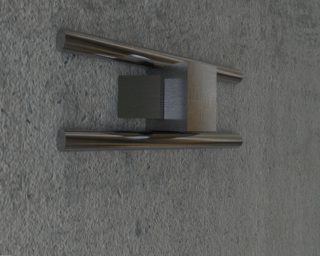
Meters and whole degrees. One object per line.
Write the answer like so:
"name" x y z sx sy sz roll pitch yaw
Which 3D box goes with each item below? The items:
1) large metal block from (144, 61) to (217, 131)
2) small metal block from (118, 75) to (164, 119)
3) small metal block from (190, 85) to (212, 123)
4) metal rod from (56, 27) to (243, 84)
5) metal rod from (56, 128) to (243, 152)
"large metal block" 0.024 -0.036 0.396 0.050 0.080 0.079 1 90 -40
"small metal block" -0.022 -0.036 0.371 0.025 0.050 0.050 3 89 -80
"small metal block" 0.057 -0.033 0.438 0.025 0.050 0.050 0 89 2
"metal rod" 0.012 -0.089 0.418 0.302 0.025 0.025 2 89 -40
"metal rod" 0.012 0.017 0.419 0.302 0.025 0.025 2 89 -40
